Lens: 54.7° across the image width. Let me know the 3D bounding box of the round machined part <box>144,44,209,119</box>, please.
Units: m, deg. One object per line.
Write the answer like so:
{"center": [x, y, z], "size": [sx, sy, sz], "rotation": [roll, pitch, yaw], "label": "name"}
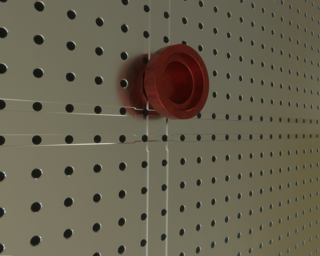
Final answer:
{"center": [0.018, -0.060, 0.415], "size": [0.099, 0.042, 0.097], "rotation": [0, 90, -40], "label": "round machined part"}
